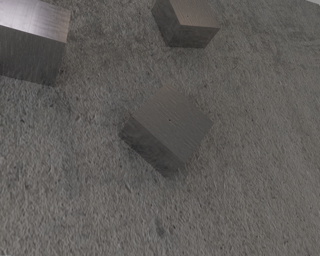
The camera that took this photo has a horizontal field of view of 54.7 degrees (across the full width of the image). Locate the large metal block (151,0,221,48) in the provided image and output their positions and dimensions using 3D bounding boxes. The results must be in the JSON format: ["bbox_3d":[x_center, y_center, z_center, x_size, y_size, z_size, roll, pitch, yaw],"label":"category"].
[{"bbox_3d":[0.042,-0.183,0.522,0.081,0.050,0.080,-7,65,-31],"label":"large metal block"}]

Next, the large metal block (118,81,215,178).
[{"bbox_3d":[0.009,0.001,0.391,0.080,0.050,0.080,42,51,0],"label":"large metal block"}]

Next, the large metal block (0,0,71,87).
[{"bbox_3d":[-0.151,-0.097,0.347,0.081,0.080,0.050,11,57,-22],"label":"large metal block"}]
